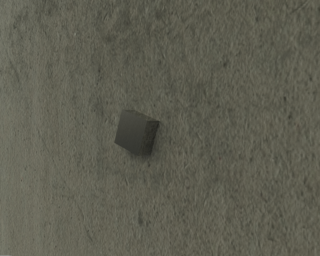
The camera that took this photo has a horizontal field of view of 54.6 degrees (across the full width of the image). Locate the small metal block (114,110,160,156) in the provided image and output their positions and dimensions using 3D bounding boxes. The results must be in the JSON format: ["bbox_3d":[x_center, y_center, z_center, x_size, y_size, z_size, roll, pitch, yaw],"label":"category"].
[{"bbox_3d":[-0.033,0.006,0.434,0.050,0.025,0.050,24,105,37],"label":"small metal block"}]
